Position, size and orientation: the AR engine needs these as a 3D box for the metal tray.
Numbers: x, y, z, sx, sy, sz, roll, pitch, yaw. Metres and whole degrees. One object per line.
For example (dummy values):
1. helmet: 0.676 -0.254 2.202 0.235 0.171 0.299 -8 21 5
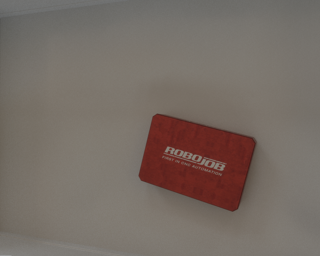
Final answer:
1. metal tray: 0.046 0.040 0.392 0.130 0.030 0.090 15 95 19
